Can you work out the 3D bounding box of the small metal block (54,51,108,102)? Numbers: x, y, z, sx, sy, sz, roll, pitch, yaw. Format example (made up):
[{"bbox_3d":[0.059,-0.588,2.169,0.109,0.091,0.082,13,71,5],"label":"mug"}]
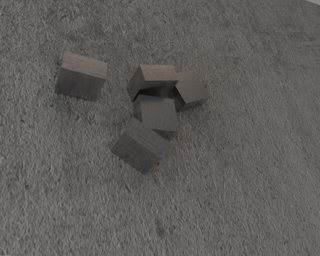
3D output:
[{"bbox_3d":[-0.096,-0.060,0.373,0.050,0.050,0.025,12,57,-22],"label":"small metal block"}]

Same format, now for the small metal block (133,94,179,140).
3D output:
[{"bbox_3d":[-0.006,-0.014,0.409,0.050,0.025,0.050,6,59,-25],"label":"small metal block"}]

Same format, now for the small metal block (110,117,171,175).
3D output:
[{"bbox_3d":[-0.024,0.023,0.361,0.050,0.050,0.025,36,51,-5],"label":"small metal block"}]

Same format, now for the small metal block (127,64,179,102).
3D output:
[{"bbox_3d":[-0.011,-0.060,0.418,0.050,0.050,0.025,-5,65,-31],"label":"small metal block"}]

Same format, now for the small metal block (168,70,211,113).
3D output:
[{"bbox_3d":[0.038,-0.055,0.458,0.050,0.025,0.050,-18,72,-35],"label":"small metal block"}]
